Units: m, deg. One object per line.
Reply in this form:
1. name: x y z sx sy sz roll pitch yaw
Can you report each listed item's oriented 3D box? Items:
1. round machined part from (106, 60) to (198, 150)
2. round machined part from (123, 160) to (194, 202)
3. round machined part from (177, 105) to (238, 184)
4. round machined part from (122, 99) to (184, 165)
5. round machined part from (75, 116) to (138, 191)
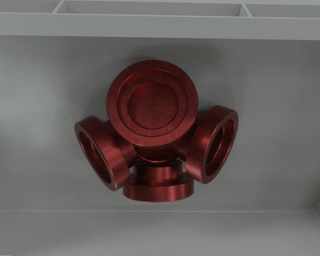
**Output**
1. round machined part: -0.007 -0.024 0.351 0.099 0.098 0.042 -3 168 2
2. round machined part: -0.003 0.067 0.428 0.099 0.098 0.042 -1 94 0
3. round machined part: 0.057 0.017 0.388 0.042 0.099 0.097 23 137 28
4. round machined part: -0.004 0.010 0.404 0.099 0.042 0.097 -1 130 0
5. round machined part: -0.065 0.028 0.394 0.042 0.098 0.097 -31 135 -24
